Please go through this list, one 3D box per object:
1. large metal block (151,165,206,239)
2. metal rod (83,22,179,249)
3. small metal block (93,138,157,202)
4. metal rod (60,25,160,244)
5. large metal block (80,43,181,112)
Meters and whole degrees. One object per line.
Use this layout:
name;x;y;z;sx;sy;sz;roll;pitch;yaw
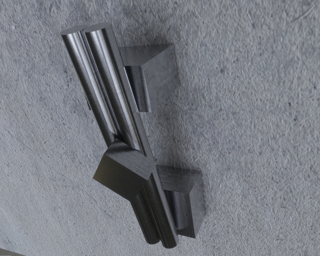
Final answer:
large metal block;0.017;0.103;0.446;0.080;0.050;0.079;5;121;25
metal rod;-0.020;0.034;0.346;0.025;0.025;0.298;3;127;27
small metal block;-0.038;0.046;0.331;0.050;0.025;0.050;32;134;0
metal rod;-0.043;0.033;0.357;0.025;0.025;0.298;3;127;27
large metal block;-0.032;-0.059;0.353;0.080;0.080;0.050;3;120;26
